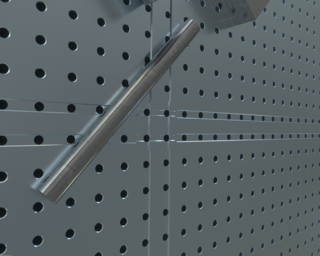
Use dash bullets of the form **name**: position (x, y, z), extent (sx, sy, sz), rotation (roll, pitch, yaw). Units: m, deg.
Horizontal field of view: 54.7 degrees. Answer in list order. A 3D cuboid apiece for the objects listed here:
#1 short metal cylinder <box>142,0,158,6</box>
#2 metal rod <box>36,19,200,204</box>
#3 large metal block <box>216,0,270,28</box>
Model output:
- **short metal cylinder**: position (0.003, -0.193, 0.375), extent (0.080, 0.080, 0.050), rotation (-48, 119, -29)
- **metal rod**: position (-0.034, -0.038, 0.380), extent (0.025, 0.025, 0.301), rotation (52, 60, -28)
- **large metal block**: position (0.134, -0.226, 0.505), extent (0.080, 0.050, 0.080), rotation (-53, 121, -27)
